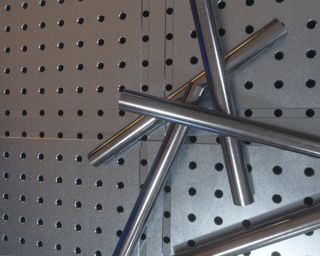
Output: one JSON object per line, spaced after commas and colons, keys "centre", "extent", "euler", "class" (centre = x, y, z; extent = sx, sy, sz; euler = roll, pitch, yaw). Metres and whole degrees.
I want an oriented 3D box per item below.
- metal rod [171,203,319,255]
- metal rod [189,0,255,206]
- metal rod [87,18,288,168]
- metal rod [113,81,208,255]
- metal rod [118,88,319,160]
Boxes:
{"centre": [0.146, 0.116, 0.360], "extent": [0.300, 0.025, 0.025], "euler": [-27, 82, 17], "class": "metal rod"}
{"centre": [0.068, -0.054, 0.363], "extent": [0.025, 0.025, 0.298], "euler": [-11, 96, 19], "class": "metal rod"}
{"centre": [0.023, -0.036, 0.403], "extent": [0.300, 0.025, 0.025], "euler": [-35, 79, 16], "class": "metal rod"}
{"centre": [-0.012, 0.083, 0.402], "extent": [0.025, 0.025, 0.298], "euler": [28, 104, 17], "class": "metal rod"}
{"centre": [0.103, 0.004, 0.339], "extent": [0.302, 0.025, 0.025], "euler": [14, 95, 5], "class": "metal rod"}
